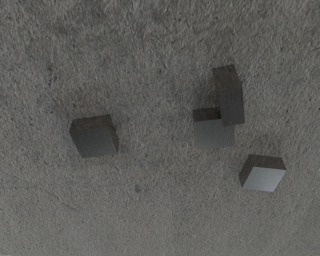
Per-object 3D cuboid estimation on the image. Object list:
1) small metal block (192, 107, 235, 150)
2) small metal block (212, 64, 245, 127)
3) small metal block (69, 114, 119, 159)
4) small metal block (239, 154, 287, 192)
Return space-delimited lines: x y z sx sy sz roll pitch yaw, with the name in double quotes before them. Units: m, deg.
"small metal block" 0.071 0.000 0.408 0.050 0.025 0.050 -6 130 5
"small metal block" 0.079 -0.038 0.359 0.025 0.050 0.050 -10 130 8
"small metal block" -0.087 0.012 0.416 0.050 0.025 0.050 -8 130 6
"small metal block" 0.153 0.068 0.467 0.050 0.025 0.050 7 130 -6
